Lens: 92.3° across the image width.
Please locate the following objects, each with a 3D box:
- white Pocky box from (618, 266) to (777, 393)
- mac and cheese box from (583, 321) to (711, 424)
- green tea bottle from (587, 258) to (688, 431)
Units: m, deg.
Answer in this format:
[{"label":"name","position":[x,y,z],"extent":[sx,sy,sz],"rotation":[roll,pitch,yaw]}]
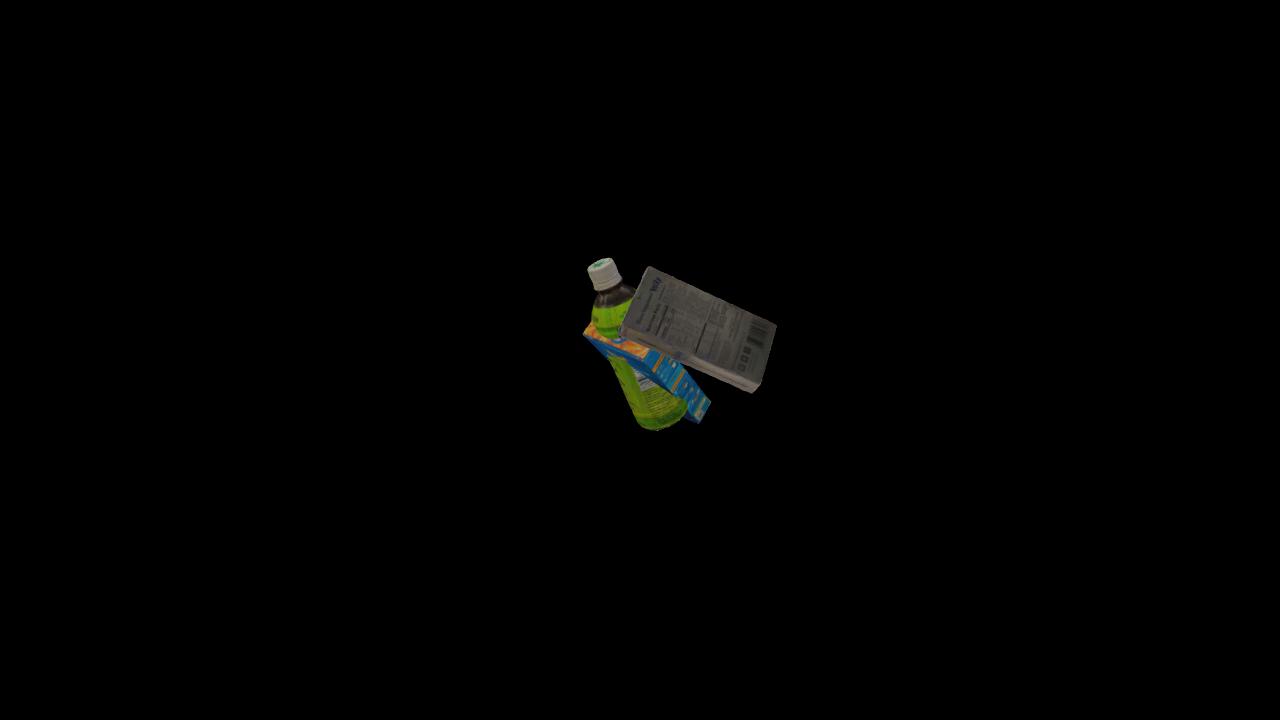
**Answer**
[{"label":"white Pocky box","position":[0.062,-0.032,0.643],"extent":[0.154,0.084,0.028],"rotation":[24,-30,-2]},{"label":"mac and cheese box","position":[0.014,0.013,0.744],"extent":[0.093,0.041,0.184],"rotation":[25,-14,34]},{"label":"green tea bottle","position":[-0.006,-0.018,0.711],"extent":[0.073,0.212,0.073],"rotation":[-16,29,9]}]
